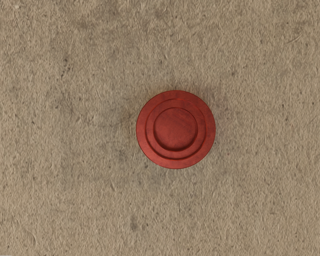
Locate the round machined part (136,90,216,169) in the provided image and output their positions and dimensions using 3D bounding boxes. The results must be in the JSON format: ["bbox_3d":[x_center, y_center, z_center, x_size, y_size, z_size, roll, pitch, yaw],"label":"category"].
[{"bbox_3d":[0.020,0.002,0.402,0.099,0.042,0.097,0,90,0],"label":"round machined part"}]
